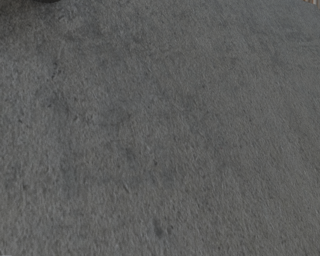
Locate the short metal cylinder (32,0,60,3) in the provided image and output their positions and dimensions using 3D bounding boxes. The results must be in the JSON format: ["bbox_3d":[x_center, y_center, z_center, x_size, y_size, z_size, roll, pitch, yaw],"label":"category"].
[{"bbox_3d":[-0.168,-0.224,0.435,0.081,0.050,0.080,14,56,-21],"label":"short metal cylinder"}]
